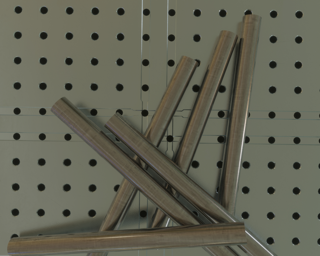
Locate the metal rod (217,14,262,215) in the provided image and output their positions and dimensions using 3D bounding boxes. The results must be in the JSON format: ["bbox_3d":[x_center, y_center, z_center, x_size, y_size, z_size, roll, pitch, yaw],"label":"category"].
[{"bbox_3d":[0.103,0.001,0.413,0.025,0.025,0.298,8,90,0],"label":"metal rod"}]

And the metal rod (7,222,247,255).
[{"bbox_3d":[-0.049,0.138,0.381,0.301,0.025,0.025,-8,90,12],"label":"metal rod"}]

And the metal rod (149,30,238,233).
[{"bbox_3d":[0.041,0.016,0.413,0.025,0.025,0.299,20,90,0],"label":"metal rod"}]

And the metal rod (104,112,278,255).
[{"bbox_3d":[0.051,0.090,0.387,0.300,0.025,0.025,42,90,0],"label":"metal rod"}]

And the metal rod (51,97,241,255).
[{"bbox_3d":[-0.015,0.071,0.387,0.300,0.025,0.025,42,90,0],"label":"metal rod"}]

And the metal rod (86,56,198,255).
[{"bbox_3d":[-0.024,0.044,0.413,0.025,0.025,0.299,25,90,0],"label":"metal rod"}]
